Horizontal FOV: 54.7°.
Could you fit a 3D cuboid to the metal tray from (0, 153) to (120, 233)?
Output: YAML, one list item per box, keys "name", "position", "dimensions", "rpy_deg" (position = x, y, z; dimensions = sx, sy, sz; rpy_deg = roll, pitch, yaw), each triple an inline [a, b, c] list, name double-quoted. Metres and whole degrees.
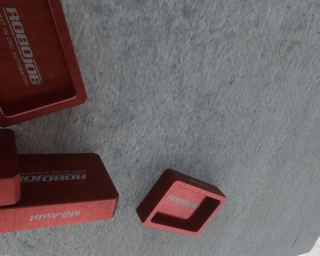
- name: "metal tray"
  position: [-0.121, 0.065, 0.339]
  dimensions: [0.131, 0.090, 0.030]
  rpy_deg: [2, 118, -30]

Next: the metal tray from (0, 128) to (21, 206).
- name: "metal tray"
  position: [-0.200, 0.037, 0.278]
  dimensions: [0.131, 0.090, 0.030]
  rpy_deg: [-3, 120, -27]

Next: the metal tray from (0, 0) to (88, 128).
- name: "metal tray"
  position: [-0.129, -0.072, 0.288]
  dimensions: [0.091, 0.030, 0.129]
  rpy_deg: [-20, 126, -17]

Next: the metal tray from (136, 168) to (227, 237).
- name: "metal tray"
  position: [0.038, 0.125, 0.503]
  dimensions: [0.131, 0.030, 0.090]
  rpy_deg: [26, 104, -38]
